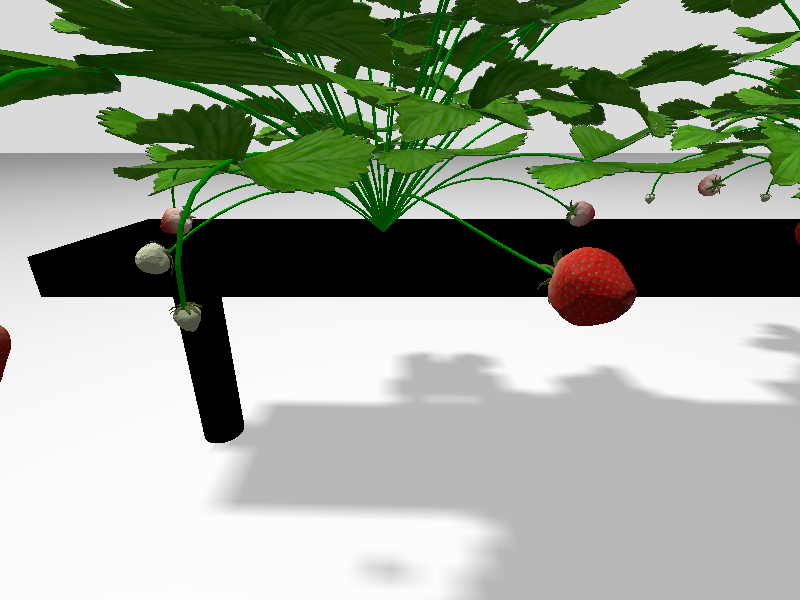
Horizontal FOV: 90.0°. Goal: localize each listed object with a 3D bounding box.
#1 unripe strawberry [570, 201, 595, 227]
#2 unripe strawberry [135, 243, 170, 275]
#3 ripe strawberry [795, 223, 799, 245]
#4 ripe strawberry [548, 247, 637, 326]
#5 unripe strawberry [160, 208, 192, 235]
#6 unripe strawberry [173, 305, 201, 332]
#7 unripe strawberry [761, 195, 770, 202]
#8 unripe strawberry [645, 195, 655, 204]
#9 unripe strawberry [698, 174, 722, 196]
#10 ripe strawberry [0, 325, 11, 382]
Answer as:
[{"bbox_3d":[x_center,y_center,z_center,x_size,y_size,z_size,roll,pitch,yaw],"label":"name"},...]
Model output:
[{"bbox_3d":[0.167,-0.078,0.366,0.022,0.023,0.020,8,20,-10],"label":"unripe strawberry"},{"bbox_3d":[-0.147,-0.024,0.237,0.018,0.018,0.016,-29,35,-34],"label":"unripe strawberry"},{"bbox_3d":[0.294,-0.048,0.282,0.028,0.030,0.026,-11,24,-24],"label":"ripe strawberry"},{"bbox_3d":[0.084,-0.005,0.173,0.032,0.034,0.035,-11,25,-25],"label":"ripe strawberry"},{"bbox_3d":[-0.190,-0.065,0.337,0.024,0.023,0.022,-23,22,5],"label":"unripe strawberry"},{"bbox_3d":[-0.088,0.008,0.166,0.010,0.011,0.011,8,23,19],"label":"unripe strawberry"},{"bbox_3d":[0.455,-0.127,0.499,0.009,0.010,0.010,3,22,6],"label":"unripe strawberry"},{"bbox_3d":[0.279,-0.113,0.448,0.010,0.010,0.011,14,26,32],"label":"unripe strawberry"},{"bbox_3d":[0.437,-0.162,0.566,0.026,0.030,0.028,0,10,0],"label":"unripe strawberry"},{"bbox_3d":[-0.129,0.017,0.119,0.024,0.022,0.022,10,24,23],"label":"ripe strawberry"}]
